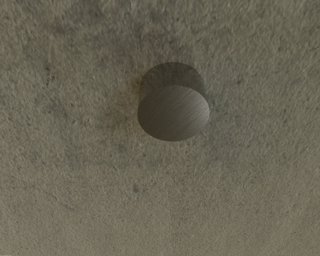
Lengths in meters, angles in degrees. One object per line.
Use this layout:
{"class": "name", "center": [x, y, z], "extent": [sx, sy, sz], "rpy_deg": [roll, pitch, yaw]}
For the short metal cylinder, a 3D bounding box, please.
{"class": "short metal cylinder", "center": [0.015, -0.030, 0.365], "extent": [0.081, 0.050, 0.079], "rpy_deg": [0, 130, 0]}
